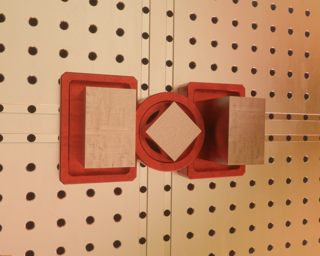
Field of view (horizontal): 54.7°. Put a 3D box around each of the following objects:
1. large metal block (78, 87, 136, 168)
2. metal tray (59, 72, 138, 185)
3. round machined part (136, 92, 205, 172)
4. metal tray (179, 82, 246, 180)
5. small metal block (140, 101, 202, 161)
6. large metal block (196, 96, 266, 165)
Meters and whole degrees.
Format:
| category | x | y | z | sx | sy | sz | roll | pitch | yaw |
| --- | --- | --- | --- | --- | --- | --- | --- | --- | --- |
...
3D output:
| category | x | y | z | sx | sy | sz | roll | pitch | yaw |
| --- | --- | --- | --- | --- | --- | --- | --- | --- | --- |
| large metal block | -0.062 | -0.001 | 0.346 | 0.050 | 0.080 | 0.080 | 1 | 90 | -20 |
| metal tray | -0.076 | 0.001 | 0.381 | 0.091 | 0.030 | 0.129 | 1 | 90 | -20 |
| round machined part | 0.004 | 0.005 | 0.396 | 0.099 | 0.042 | 0.097 | 0 | 90 | -20 |
| metal tray | 0.074 | 0.003 | 0.436 | 0.091 | 0.030 | 0.129 | 0 | 90 | -20 |
| small metal block | 0.013 | 0.004 | 0.374 | 0.050 | 0.025 | 0.050 | 46 | 76 | -14 |
| large metal block | 0.089 | 0.003 | 0.402 | 0.050 | 0.080 | 0.080 | 2 | 90 | -20 |
